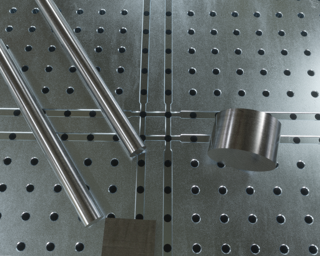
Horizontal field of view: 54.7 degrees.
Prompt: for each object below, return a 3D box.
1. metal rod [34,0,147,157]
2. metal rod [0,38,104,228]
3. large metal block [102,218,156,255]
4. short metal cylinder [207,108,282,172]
[{"bbox_3d":[-0.108,-0.089,0.442,0.025,0.025,0.299,-31,73,-11],"label":"metal rod"},{"bbox_3d":[-0.161,-0.006,0.411,0.025,0.025,0.299,-32,73,-11],"label":"metal rod"},{"bbox_3d":[-0.031,0.141,0.331,0.050,0.080,0.080,3,70,1],"label":"large metal block"},{"bbox_3d":[0.103,0.016,0.378,0.080,0.080,0.050,14,71,5],"label":"short metal cylinder"}]
